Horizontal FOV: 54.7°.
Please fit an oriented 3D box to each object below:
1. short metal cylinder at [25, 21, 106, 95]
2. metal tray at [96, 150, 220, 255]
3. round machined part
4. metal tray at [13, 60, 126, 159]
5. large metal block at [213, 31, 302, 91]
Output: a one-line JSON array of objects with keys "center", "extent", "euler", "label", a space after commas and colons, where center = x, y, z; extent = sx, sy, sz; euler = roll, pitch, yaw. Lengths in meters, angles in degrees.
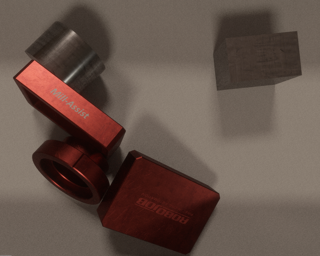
[{"center": [-0.114, -0.082, 0.379], "extent": [0.080, 0.080, 0.050], "euler": [40, 80, -1], "label": "short metal cylinder"}, {"center": [0.001, 0.094, 0.384], "extent": [0.131, 0.030, 0.090], "euler": [29, 90, -25], "label": "metal tray"}, {"center": [-0.103, 0.048, 0.383], "extent": [0.098, 0.097, 0.042], "euler": [34, 55, -1], "label": "round machined part"}, {"center": [-0.106, -0.015, 0.375], "extent": [0.130, 0.090, 0.030], "euler": [37, 71, -1], "label": "metal tray"}, {"center": [0.116, -0.080, 0.385], "extent": [0.081, 0.080, 0.050], "euler": [-6, 90, -1], "label": "large metal block"}]
